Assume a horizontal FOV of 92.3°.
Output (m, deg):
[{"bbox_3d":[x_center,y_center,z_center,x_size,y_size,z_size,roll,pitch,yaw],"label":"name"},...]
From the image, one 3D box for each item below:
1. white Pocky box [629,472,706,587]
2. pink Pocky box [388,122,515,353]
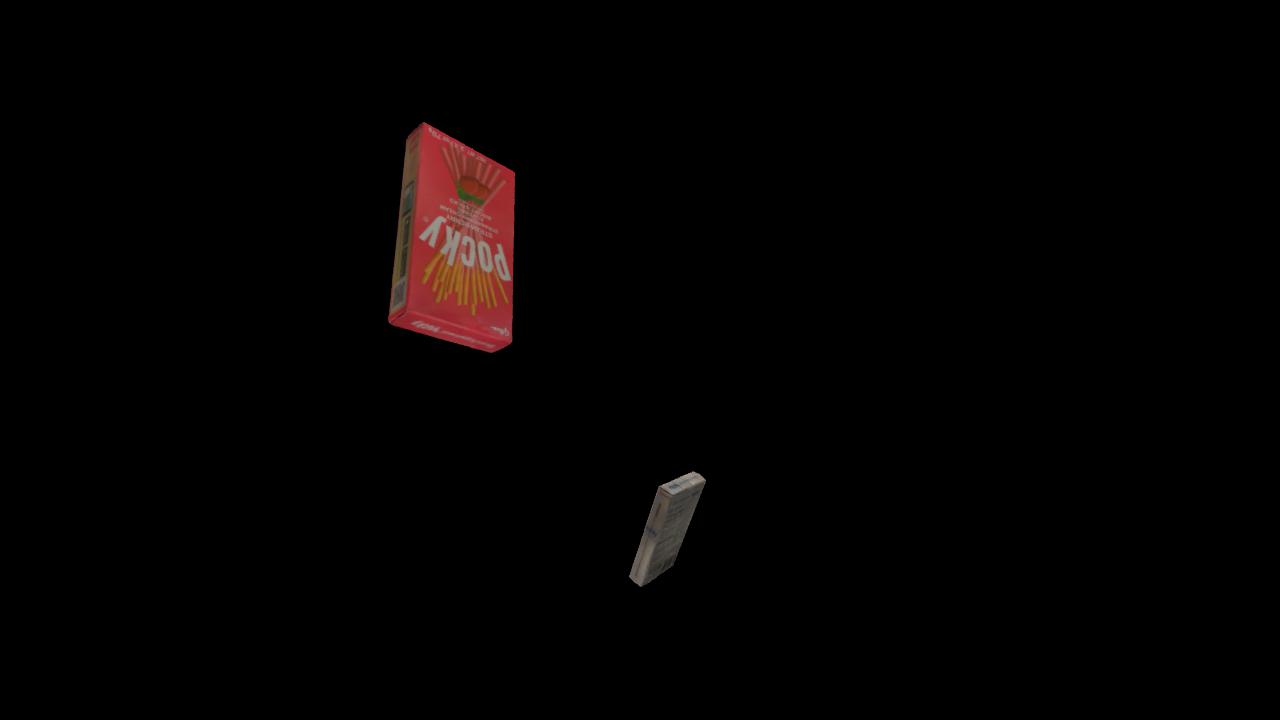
[{"bbox_3d":[0.038,0.233,0.848,0.028,0.154,0.084,30,24,32],"label":"white Pocky box"},{"bbox_3d":[-0.133,-0.088,0.451,0.029,0.155,0.084,-21,-27,38],"label":"pink Pocky box"}]
